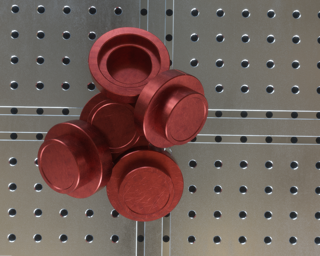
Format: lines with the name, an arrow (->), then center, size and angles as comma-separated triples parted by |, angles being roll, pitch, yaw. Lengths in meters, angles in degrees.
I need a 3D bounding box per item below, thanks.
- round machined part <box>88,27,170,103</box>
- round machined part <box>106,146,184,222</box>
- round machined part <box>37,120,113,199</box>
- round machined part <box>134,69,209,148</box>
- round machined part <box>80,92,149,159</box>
round machined part -> -0.038, -0.075, 0.393 | 0.099, 0.042, 0.098 | 2, 69, -5
round machined part -> -0.018, 0.075, 0.392 | 0.099, 0.042, 0.097 | -1, 102, -6
round machined part -> -0.110, 0.041, 0.380 | 0.098, 0.042, 0.097 | 8, 106, 28
round machined part -> 0.020, -0.018, 0.376 | 0.042, 0.098, 0.098 | 34, 90, 41
round machined part -> -0.057, -0.003, 0.403 | 0.099, 0.042, 0.097 | 0, 90, -1
